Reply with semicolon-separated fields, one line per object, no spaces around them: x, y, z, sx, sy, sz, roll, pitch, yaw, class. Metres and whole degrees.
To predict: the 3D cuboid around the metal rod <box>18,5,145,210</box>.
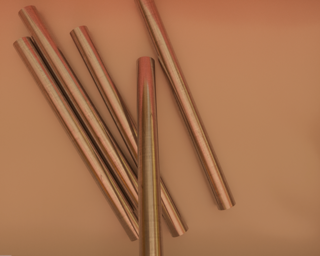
-0.098;-0.026;0.410;0.025;0.025;0.299;-31;90;0;metal rod

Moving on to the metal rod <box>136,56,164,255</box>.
-0.013;0.048;0.351;0.025;0.025;0.299;-3;66;0;metal rod

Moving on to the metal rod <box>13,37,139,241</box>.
-0.105;0.015;0.410;0.025;0.025;0.299;-31;90;0;metal rod

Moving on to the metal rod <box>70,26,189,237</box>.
-0.041;0.005;0.410;0.025;0.025;0.299;-27;90;0;metal rod

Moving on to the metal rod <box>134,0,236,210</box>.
0.033;-0.035;0.411;0.025;0.025;0.299;-22;90;0;metal rod
